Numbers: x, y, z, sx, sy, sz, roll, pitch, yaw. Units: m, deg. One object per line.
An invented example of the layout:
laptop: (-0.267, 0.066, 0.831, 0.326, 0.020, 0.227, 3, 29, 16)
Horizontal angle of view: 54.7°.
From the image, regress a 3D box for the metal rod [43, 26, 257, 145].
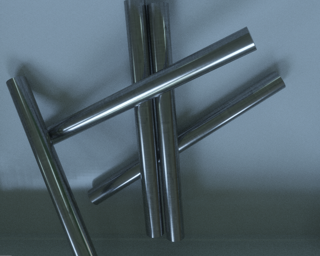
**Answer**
metal rod: (-0.038, -0.034, 0.360, 0.300, 0.025, 0.025, -23, 110, 22)

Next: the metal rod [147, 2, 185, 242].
metal rod: (0.009, 0.002, 0.389, 0.025, 0.025, 0.298, -4, 102, 1)

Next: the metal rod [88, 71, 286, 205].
metal rod: (0.028, 0.019, 0.418, 0.300, 0.025, 0.025, -33, 107, 11)

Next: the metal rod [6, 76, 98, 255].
metal rod: (-0.121, 0.077, 0.375, 0.025, 0.025, 0.299, -24, 85, 8)

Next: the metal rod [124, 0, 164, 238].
metal rod: (-0.018, -0.002, 0.390, 0.025, 0.025, 0.298, -4, 103, 1)
